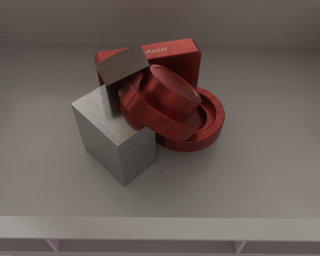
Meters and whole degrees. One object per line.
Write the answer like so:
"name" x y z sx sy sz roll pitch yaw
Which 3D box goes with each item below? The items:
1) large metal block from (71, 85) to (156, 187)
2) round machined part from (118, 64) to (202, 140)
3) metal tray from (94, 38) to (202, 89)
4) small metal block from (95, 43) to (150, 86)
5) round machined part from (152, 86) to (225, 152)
"large metal block" -0.051 0.008 0.361 0.050 0.080 0.080 -37 59 -27
"round machined part" 0.007 -0.034 0.346 0.098 0.042 0.098 30 24 -15
"metal tray" -0.015 -0.066 0.415 0.131 0.089 0.030 -12 52 -10
"small metal block" -0.043 -0.070 0.341 0.050 0.025 0.050 -27 16 -6
"round machined part" 0.031 -0.008 0.401 0.099 0.042 0.098 0 50 0
